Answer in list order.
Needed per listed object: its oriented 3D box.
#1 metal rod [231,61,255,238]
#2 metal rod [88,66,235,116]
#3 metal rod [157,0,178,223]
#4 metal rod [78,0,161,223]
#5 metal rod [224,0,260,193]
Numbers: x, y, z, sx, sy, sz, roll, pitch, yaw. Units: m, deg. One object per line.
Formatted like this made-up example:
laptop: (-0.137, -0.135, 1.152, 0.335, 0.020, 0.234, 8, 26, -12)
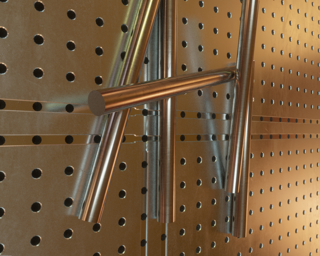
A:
metal rod: (0.143, 0.033, 0.531, 0.025, 0.025, 0.298, 6, 86, -40)
metal rod: (0.034, -0.058, 0.407, 0.302, 0.025, 0.025, -20, 103, -48)
metal rod: (0.010, -0.024, 0.419, 0.025, 0.025, 0.298, 1, 89, -40)
metal rod: (-0.043, -0.039, 0.374, 0.025, 0.025, 0.299, 23, 75, -38)
metal rod: (0.127, -0.044, 0.488, 0.025, 0.025, 0.298, -5, 102, -40)
